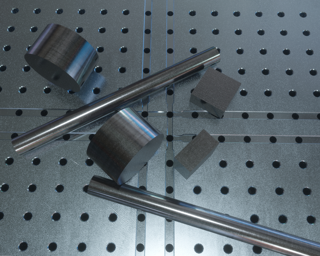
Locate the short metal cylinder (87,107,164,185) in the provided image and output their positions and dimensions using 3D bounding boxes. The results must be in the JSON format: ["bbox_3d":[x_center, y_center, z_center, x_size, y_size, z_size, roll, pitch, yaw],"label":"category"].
[{"bbox_3d":[-0.041,0.022,0.374,0.050,0.080,0.080,41,75,13],"label":"short metal cylinder"}]

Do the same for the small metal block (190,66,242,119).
[{"bbox_3d":[0.076,-0.049,0.430,0.050,0.025,0.050,30,73,10],"label":"small metal block"}]

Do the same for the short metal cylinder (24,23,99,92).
[{"bbox_3d":[-0.130,-0.092,0.415,0.080,0.080,0.050,24,72,8],"label":"short metal cylinder"}]

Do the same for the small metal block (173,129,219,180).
[{"bbox_3d":[0.044,0.034,0.386,0.050,0.050,0.025,-43,76,-14],"label":"small metal block"}]

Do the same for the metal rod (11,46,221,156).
[{"bbox_3d":[-0.052,-0.041,0.426,0.302,0.025,0.025,-26,72,-10],"label":"metal rod"}]

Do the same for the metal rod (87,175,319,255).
[{"bbox_3d":[0.060,0.111,0.371,0.301,0.025,0.025,16,71,5],"label":"metal rod"}]
